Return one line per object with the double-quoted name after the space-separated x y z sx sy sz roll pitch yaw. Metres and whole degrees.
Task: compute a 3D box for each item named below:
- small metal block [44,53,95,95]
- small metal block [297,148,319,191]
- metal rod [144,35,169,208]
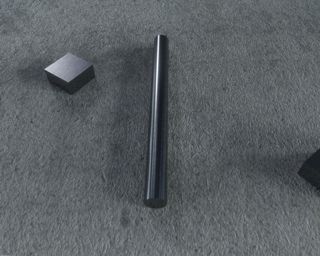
-0.136 -0.083 0.472 0.050 0.025 0.050 29 55 21 "small metal block"
0.202 0.050 0.364 0.050 0.025 0.050 -32 57 -25 "small metal block"
-0.001 -0.033 0.431 0.025 0.025 0.300 1 50 1 "metal rod"
